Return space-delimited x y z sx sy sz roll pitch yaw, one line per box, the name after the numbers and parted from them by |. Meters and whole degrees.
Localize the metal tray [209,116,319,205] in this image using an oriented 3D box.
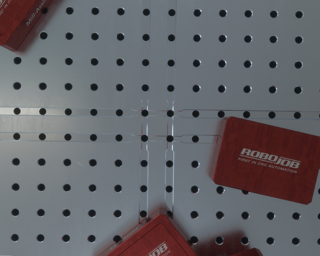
0.140 0.042 0.412 0.131 0.030 0.090 13 90 0 | metal tray

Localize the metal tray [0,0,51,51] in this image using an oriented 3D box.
-0.199 -0.181 0.409 0.090 0.030 0.130 35 90 0 | metal tray

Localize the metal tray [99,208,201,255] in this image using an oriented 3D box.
-0.020 0.182 0.410 0.130 0.030 0.090 -38 90 0 | metal tray

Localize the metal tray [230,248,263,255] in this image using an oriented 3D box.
0.102 0.226 0.394 0.090 0.030 0.129 -18 106 0 | metal tray
